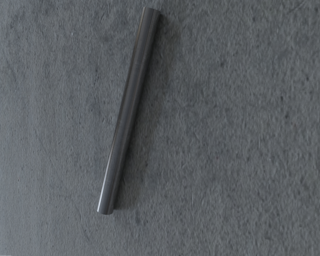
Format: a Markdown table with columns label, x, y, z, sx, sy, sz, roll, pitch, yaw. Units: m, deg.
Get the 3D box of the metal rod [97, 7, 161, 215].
| label | x | y | z | sx | sy | sz | roll | pitch | yaw |
| --- | --- | --- | --- | --- | --- | --- | --- | --- | --- |
| metal rod | -0.047 | -0.016 | 0.441 | 0.025 | 0.025 | 0.298 | 23 | 104 | 37 |
